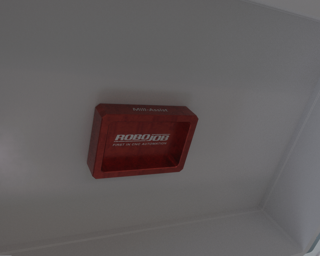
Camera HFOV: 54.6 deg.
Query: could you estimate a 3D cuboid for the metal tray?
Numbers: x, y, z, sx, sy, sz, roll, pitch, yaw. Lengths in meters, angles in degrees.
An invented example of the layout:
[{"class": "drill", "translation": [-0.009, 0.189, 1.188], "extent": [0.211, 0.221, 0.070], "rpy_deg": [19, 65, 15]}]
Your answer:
[{"class": "metal tray", "translation": [-0.022, 0.017, 0.402], "extent": [0.131, 0.030, 0.089], "rpy_deg": [0, 119, -28]}]
